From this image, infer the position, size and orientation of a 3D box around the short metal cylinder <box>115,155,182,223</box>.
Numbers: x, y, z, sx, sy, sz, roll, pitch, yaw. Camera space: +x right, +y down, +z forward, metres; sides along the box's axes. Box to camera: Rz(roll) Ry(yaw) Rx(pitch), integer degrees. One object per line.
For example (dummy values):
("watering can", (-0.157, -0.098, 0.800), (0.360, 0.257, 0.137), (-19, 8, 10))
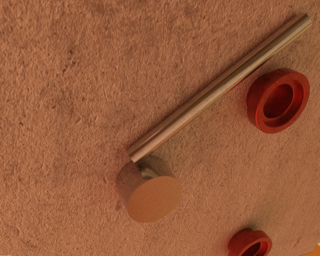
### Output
("short metal cylinder", (-0.016, 0.085, 0.435), (0.081, 0.050, 0.079), (-14, 124, -21))

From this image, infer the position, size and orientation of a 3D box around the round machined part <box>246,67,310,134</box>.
("round machined part", (0.169, -0.044, 0.461), (0.099, 0.042, 0.097), (-14, 124, -21))

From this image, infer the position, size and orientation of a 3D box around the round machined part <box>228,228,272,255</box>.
("round machined part", (0.183, 0.251, 0.651), (0.099, 0.042, 0.097), (-14, 124, -21))

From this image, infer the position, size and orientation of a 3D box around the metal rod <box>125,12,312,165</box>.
("metal rod", (0.080, -0.054, 0.416), (0.301, 0.025, 0.025), (-38, 129, -2))
